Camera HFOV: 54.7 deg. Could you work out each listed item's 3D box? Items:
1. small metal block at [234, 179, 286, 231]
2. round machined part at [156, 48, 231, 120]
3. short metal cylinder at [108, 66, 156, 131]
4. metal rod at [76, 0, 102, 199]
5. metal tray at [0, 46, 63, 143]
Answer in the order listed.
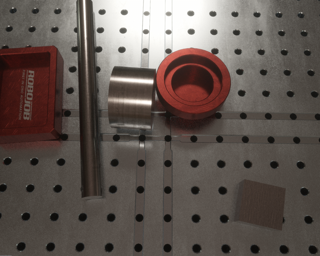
[{"bbox_3d":[0.122,0.095,0.379,0.050,0.025,0.050,12,70,4],"label":"small metal block"},{"bbox_3d":[0.043,-0.056,0.423,0.099,0.042,0.098,1,70,-2],"label":"round machined part"},{"bbox_3d":[-0.033,-0.038,0.396,0.050,0.080,0.080,4,70,2],"label":"short metal cylinder"},{"bbox_3d":[-0.100,-0.054,0.430,0.025,0.025,0.299,-6,70,-3],"label":"metal rod"},{"bbox_3d":[-0.184,-0.047,0.423,0.091,0.030,0.129,-4,70,-2],"label":"metal tray"}]
